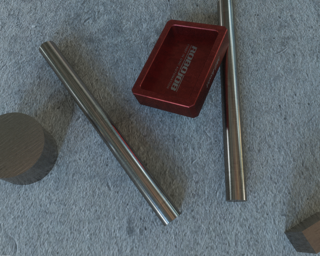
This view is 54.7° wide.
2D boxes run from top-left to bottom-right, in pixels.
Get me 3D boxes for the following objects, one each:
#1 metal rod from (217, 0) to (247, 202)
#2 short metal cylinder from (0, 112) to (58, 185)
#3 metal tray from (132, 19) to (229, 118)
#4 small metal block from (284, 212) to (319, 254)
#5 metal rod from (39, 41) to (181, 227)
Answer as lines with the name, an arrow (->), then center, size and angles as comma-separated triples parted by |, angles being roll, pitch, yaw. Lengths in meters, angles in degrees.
metal rod -> 0.097, -0.052, 0.427 | 0.025, 0.025, 0.299 | 1, 70, 0
short metal cylinder -> -0.175, 0.027, 0.384 | 0.081, 0.050, 0.080 | 0, 70, 0
metal tray -> 0.030, -0.085, 0.422 | 0.090, 0.030, 0.130 | 16, 70, 24
small metal block -> 0.179, 0.118, 0.353 | 0.050, 0.050, 0.025 | -27, 73, -9
metal rod -> -0.074, -0.004, 0.408 | 0.025, 0.025, 0.300 | -35, 74, -12
